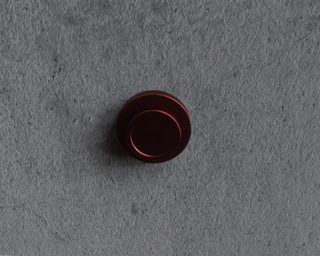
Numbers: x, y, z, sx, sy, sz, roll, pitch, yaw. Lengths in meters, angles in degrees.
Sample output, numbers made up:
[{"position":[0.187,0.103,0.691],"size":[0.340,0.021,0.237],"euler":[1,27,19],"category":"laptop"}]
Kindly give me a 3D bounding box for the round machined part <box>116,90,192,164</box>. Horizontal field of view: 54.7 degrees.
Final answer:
[{"position":[-0.008,0.003,0.403],"size":[0.099,0.042,0.097],"euler":[0,110,-1],"category":"round machined part"}]
